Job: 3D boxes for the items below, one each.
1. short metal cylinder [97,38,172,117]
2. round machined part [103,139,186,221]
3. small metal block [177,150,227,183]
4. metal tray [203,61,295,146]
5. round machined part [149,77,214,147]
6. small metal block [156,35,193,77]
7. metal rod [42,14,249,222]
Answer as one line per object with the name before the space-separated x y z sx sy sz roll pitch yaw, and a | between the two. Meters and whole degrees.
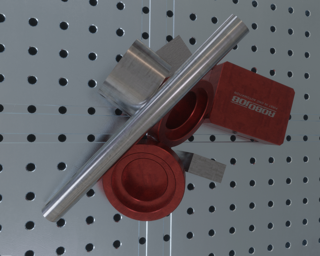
short metal cylinder | -0.031 -0.059 0.370 0.050 0.080 0.080 37 78 -11
round machined part | -0.017 0.061 0.383 0.099 0.042 0.097 1 102 6
small metal block | 0.052 0.052 0.419 0.050 0.050 0.025 21 83 -19
metal tray | 0.131 -0.033 0.458 0.131 0.030 0.090 17 84 -19
round machined part | 0.020 -0.027 0.393 0.099 0.042 0.097 -34 145 -28
small metal block | 0.017 -0.088 0.419 0.050 0.025 0.050 -40 103 -16
metal rod | -0.025 -0.001 0.337 0.025 0.025 0.299 42 102 -16
